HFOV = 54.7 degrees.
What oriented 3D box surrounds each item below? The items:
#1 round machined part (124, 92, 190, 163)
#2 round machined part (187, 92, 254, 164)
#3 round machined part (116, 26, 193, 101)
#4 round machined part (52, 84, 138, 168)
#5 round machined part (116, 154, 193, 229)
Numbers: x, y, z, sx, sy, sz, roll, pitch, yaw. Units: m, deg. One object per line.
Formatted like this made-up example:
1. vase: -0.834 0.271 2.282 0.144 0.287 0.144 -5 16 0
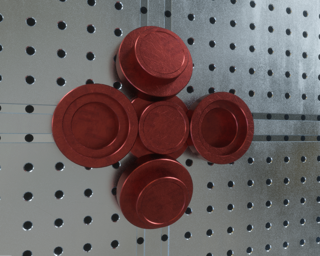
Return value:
1. round machined part: -0.001 -0.001 0.403 0.099 0.042 0.097 0 90 -21
2. round machined part: 0.078 0.000 0.433 0.099 0.042 0.097 0 90 -21
3. round machined part: -0.003 -0.086 0.391 0.099 0.042 0.098 5 74 -17
4. round machined part: -0.079 -0.003 0.374 0.099 0.042 0.097 0 90 -21
5. round machined part: -0.002 0.085 0.391 0.099 0.042 0.097 -6 107 -19
